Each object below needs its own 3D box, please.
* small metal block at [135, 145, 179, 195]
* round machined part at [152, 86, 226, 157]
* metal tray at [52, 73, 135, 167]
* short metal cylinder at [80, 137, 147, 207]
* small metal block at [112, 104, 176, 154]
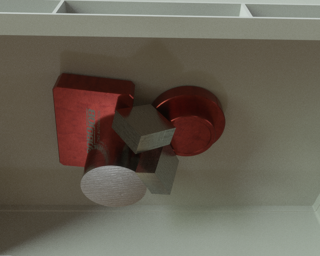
[{"bbox_3d":[-0.002,0.047,0.379,0.025,0.050,0.050,-2,140,26],"label":"small metal block"},{"bbox_3d":[0.034,-0.002,0.395,0.099,0.042,0.097,-1,130,0],"label":"round machined part"},{"bbox_3d":[-0.083,-0.003,0.397,0.091,0.030,0.129,6,130,-6],"label":"metal tray"},{"bbox_3d":[-0.057,0.057,0.399,0.081,0.050,0.079,0,130,0],"label":"short metal cylinder"},{"bbox_3d":[-0.019,-0.001,0.356,0.050,0.050,0.025,-13,135,-39],"label":"small metal block"}]
